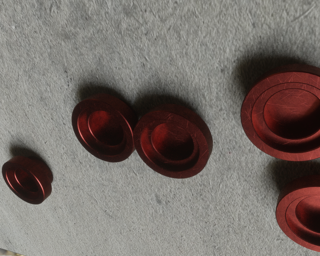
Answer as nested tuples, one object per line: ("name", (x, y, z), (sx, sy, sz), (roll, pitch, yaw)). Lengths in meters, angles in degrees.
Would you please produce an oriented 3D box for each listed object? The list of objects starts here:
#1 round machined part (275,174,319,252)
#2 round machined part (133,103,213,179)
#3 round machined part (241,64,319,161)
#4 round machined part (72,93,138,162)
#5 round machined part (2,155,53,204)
("round machined part", (0.187, 0.092, 0.354), (0.098, 0.042, 0.097), (13, 124, 21))
("round machined part", (0.019, 0.013, 0.392), (0.098, 0.042, 0.097), (12, 124, 19))
("round machined part", (0.135, -0.018, 0.313), (0.098, 0.042, 0.097), (13, 124, 21))
("round machined part", (-0.070, -0.004, 0.430), (0.098, 0.042, 0.097), (13, 124, 21))
("round machined part", (-0.242, 0.092, 0.580), (0.098, 0.042, 0.097), (13, 124, 21))
